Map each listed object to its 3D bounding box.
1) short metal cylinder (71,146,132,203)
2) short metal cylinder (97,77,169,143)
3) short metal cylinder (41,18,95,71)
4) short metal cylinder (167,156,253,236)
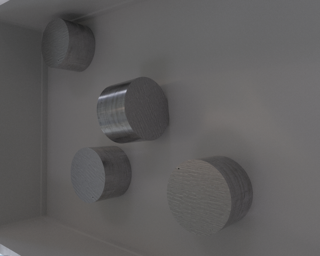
[{"bbox_3d":[-0.089,0.068,0.464,0.080,0.050,0.080,0,90,40],"label":"short metal cylinder"},{"bbox_3d":[-0.033,-0.021,0.399,0.050,0.081,0.080,-8,85,40],"label":"short metal cylinder"},{"bbox_3d":[-0.154,-0.137,0.518,0.080,0.050,0.080,0,90,40],"label":"short metal cylinder"},{"bbox_3d":[0.055,0.073,0.345,0.080,0.050,0.080,0,90,40],"label":"short metal cylinder"}]
